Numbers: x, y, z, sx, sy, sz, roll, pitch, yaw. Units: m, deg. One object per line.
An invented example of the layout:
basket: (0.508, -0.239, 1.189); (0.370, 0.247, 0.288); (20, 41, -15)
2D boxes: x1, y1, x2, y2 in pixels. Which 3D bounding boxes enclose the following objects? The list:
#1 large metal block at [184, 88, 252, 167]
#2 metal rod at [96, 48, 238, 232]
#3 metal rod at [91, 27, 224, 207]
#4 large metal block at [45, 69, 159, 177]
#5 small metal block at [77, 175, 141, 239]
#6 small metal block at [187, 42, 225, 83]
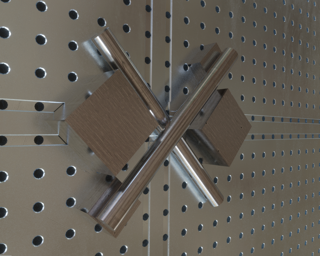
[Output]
large metal block: (0.083, -0.001, 0.462); (0.080, 0.050, 0.080); (51, 60, -28)
metal rod: (0.024, -0.004, 0.396); (0.301, 0.025, 0.025); (-52, 121, -27)
metal rod: (0.010, 0.003, 0.416); (0.025, 0.025, 0.299); (-50, 120, -28)
large metal block: (-0.061, -0.006, 0.342); (0.080, 0.050, 0.080); (-51, 120, -28)
small metal block: (-0.058, 0.090, 0.361); (0.050, 0.025, 0.050); (52, 60, -27)
small metal block: (0.076, -0.093, 0.473); (0.050, 0.025, 0.050); (-52, 120, -27)
